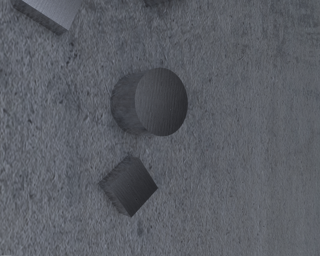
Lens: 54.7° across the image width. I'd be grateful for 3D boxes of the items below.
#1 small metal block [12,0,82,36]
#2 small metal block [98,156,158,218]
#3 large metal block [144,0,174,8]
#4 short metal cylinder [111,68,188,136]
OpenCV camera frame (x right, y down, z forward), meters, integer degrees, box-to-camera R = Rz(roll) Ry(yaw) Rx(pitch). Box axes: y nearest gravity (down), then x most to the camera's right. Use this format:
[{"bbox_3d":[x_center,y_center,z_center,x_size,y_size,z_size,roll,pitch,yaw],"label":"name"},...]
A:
[{"bbox_3d":[-0.110,-0.131,0.312,0.050,0.025,0.050,29,72,-36],"label":"small metal block"},{"bbox_3d":[-0.037,0.070,0.374,0.050,0.025,0.050,-44,117,-31],"label":"small metal block"},{"bbox_3d":[0.013,-0.210,0.399,0.081,0.050,0.080,-31,110,-36],"label":"large metal block"},{"bbox_3d":[-0.012,-0.030,0.378,0.081,0.050,0.079,0,90,-40],"label":"short metal cylinder"}]
